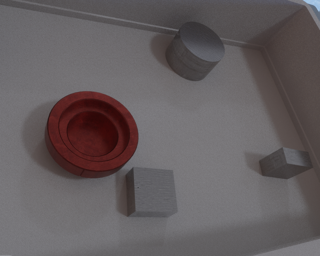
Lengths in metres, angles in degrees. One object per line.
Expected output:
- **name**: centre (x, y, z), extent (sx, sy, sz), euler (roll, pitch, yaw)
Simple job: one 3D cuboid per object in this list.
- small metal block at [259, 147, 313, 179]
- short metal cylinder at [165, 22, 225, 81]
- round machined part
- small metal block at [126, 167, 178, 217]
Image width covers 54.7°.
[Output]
- **small metal block**: centre (0.186, 0.054, 0.460), extent (0.050, 0.050, 0.025), euler (11, 57, -23)
- **short metal cylinder**: centre (0.056, -0.122, 0.496), extent (0.081, 0.050, 0.080), euler (14, 56, -21)
- **round machined part**: centre (-0.078, 0.011, 0.347), extent (0.099, 0.042, 0.098), euler (14, 56, -21)
- **small metal block**: centre (-0.010, 0.074, 0.356), extent (0.050, 0.025, 0.050), euler (8, 58, -24)
